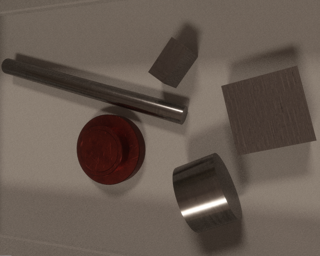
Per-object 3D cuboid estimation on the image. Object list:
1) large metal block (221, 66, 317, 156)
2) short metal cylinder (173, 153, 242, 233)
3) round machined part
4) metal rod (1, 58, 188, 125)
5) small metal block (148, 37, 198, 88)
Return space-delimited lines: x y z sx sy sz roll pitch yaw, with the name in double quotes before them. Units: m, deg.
"large metal block" 0.122 -0.017 0.354 0.080 0.050 0.080 -14 86 19
"short metal cylinder" 0.056 0.075 0.361 0.050 0.080 0.080 -24 82 18
"round machined part" -0.074 0.030 0.426 0.098 0.042 0.097 0 90 19
"metal rod" -0.105 -0.057 0.446 0.301 0.025 0.025 17 96 18
"small metal block" 0.018 -0.080 0.390 0.025 0.050 0.050 38 102 15
